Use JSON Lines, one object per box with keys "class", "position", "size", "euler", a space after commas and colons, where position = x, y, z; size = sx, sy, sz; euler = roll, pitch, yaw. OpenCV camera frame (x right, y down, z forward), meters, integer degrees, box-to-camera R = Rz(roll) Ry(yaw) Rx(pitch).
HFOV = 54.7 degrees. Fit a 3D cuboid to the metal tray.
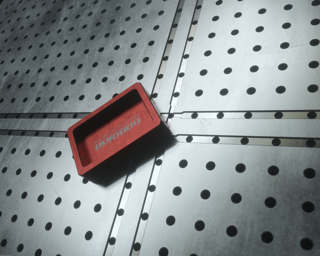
{"class": "metal tray", "position": [-0.061, 0.005, 0.432], "size": [0.130, 0.030, 0.090], "euler": [-33, 52, 6]}
